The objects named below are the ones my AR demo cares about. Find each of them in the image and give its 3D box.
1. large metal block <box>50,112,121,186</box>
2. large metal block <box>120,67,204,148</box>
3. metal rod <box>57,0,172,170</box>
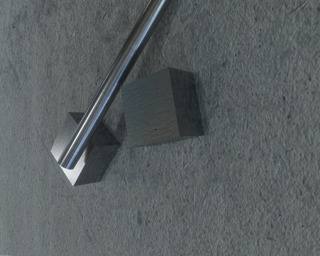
[{"bbox_3d":[-0.119,0.031,0.487,0.080,0.050,0.080,46,118,30],"label":"large metal block"},{"bbox_3d":[0.002,-0.022,0.388,0.080,0.050,0.080,-15,81,39],"label":"large metal block"},{"bbox_3d":[-0.055,-0.073,0.412,0.025,0.025,0.299,38,102,33],"label":"metal rod"}]
